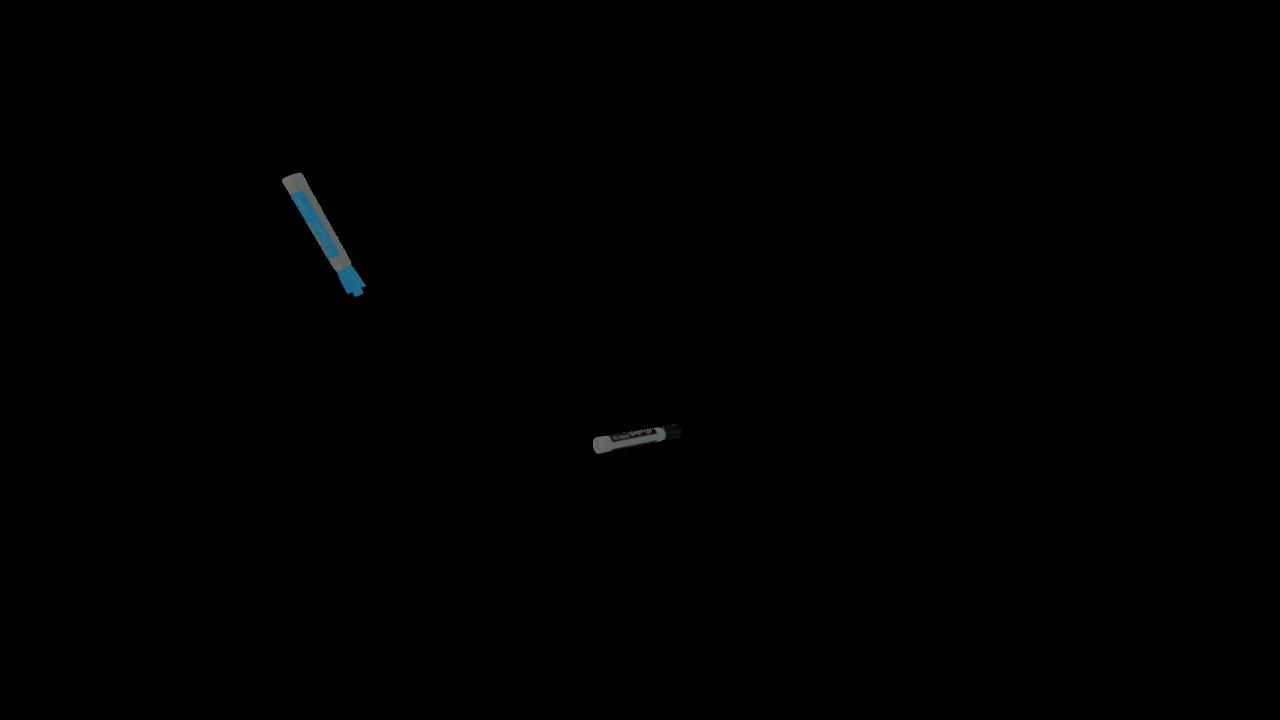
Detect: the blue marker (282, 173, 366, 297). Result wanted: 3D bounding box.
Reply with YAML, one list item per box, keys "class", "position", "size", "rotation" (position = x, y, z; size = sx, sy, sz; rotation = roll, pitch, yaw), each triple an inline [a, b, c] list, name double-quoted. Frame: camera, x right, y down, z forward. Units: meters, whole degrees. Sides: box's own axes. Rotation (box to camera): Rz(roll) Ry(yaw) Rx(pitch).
- class: "blue marker"
  position: [-0.297, -0.116, 0.583]
  size: [0.020, 0.121, 0.020]
  rotation: [-21, 18, 7]

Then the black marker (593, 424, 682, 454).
- class: "black marker"
  position: [0.001, 0.091, 0.719]
  size: [0.121, 0.020, 0.020]
  rotation: [-5, 3, -36]
